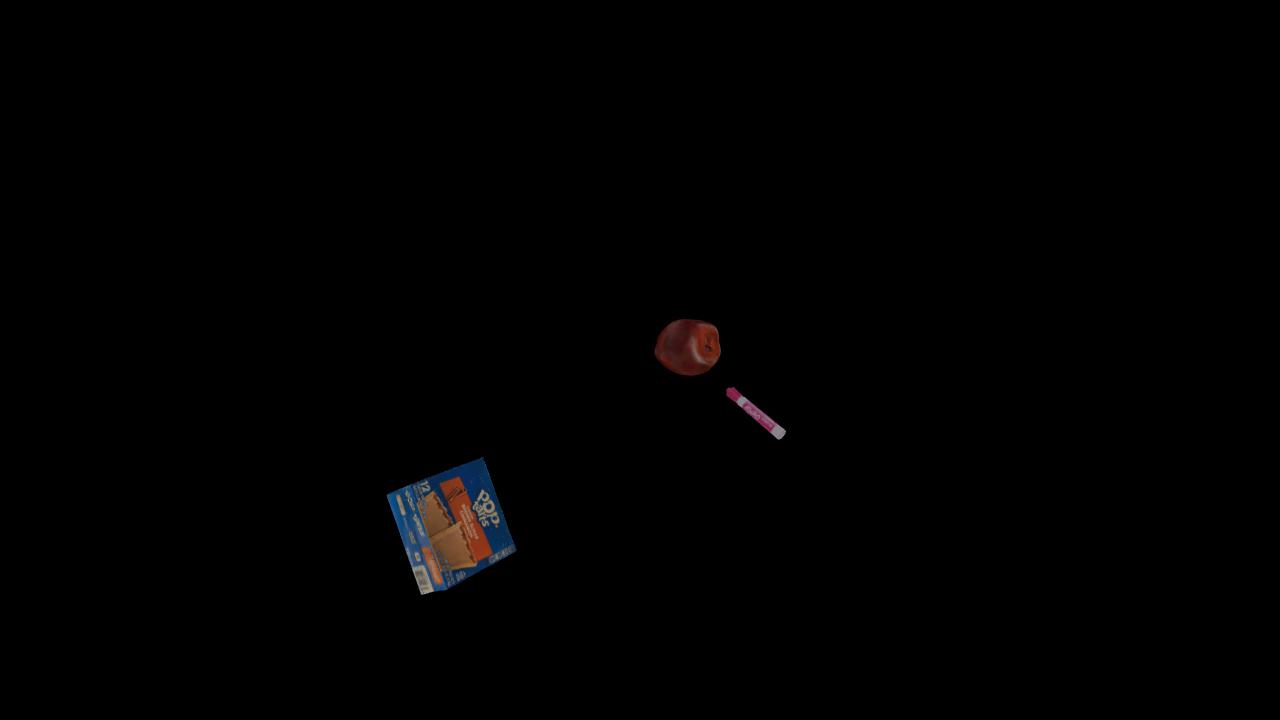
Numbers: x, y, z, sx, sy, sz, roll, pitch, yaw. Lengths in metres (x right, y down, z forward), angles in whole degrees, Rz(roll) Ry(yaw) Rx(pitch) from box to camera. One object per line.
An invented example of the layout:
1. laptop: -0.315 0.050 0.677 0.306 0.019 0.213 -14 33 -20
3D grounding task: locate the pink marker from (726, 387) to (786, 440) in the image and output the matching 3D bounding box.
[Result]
1. pink marker: 0.184 0.084 0.993 0.020 0.020 0.121 0 35 -50

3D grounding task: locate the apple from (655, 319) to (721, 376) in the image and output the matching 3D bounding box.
1. apple: 0.062 -0.016 0.810 0.079 0.079 0.093 0 -1 -40

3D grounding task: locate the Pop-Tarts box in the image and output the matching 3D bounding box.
1. Pop-Tarts box: -0.299 0.262 0.985 0.083 0.167 0.141 -23 -5 38
